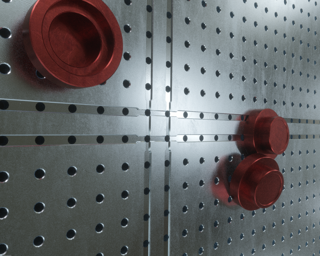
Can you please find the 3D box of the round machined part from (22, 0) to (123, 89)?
[{"bbox_3d":[-0.091,-0.089,0.321,0.099,0.042,0.097,0,90,-40],"label":"round machined part"}]

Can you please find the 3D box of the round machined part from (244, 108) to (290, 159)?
[{"bbox_3d":[0.199,0.013,0.563,0.099,0.042,0.097,0,90,-40],"label":"round machined part"}]

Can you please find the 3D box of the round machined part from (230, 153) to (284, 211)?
[{"bbox_3d":[0.169,0.095,0.521,0.099,0.042,0.097,-10,109,-29],"label":"round machined part"}]
